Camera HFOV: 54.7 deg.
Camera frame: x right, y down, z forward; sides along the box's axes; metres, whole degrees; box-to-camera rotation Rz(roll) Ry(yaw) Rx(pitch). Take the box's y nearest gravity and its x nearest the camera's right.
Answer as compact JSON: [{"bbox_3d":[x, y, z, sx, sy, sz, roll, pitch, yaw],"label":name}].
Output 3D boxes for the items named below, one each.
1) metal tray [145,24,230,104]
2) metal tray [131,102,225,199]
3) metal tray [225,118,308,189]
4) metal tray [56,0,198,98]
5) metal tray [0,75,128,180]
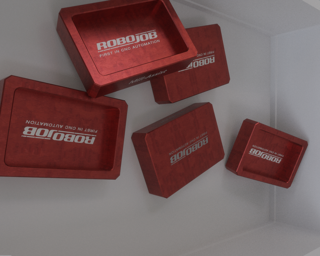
[{"bbox_3d":[0.041,-0.093,0.438,0.131,0.030,0.089,-23,104,-38],"label":"metal tray"},{"bbox_3d":[0.031,0.026,0.429,0.131,0.030,0.089,-27,107,-37],"label":"metal tray"},{"bbox_3d":[0.183,0.045,0.524,0.131,0.030,0.090,18,96,-28],"label":"metal tray"},{"bbox_3d":[-0.033,-0.095,0.340,0.131,0.030,0.090,-23,82,-28],"label":"metal tray"},{"bbox_3d":[-0.099,0.005,0.319,0.131,0.030,0.090,10,84,-40],"label":"metal tray"}]
